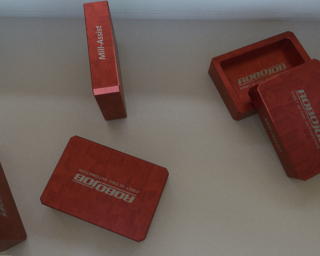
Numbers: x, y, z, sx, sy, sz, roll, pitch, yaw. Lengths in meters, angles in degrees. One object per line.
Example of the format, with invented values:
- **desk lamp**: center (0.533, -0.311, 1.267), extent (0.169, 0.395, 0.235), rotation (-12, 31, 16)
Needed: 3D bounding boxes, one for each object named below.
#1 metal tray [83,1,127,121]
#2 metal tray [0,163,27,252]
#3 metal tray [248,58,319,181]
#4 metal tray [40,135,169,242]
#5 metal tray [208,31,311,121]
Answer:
- **metal tray**: center (-0.070, -0.085, 0.405), extent (0.030, 0.090, 0.129), rotation (-9, 70, -3)
- **metal tray**: center (-0.201, 0.071, 0.346), extent (0.030, 0.090, 0.130), rotation (-26, 72, -9)
- **metal tray**: center (0.182, -0.011, 0.392), extent (0.091, 0.030, 0.129), rotation (-25, 90, -8)
- **metal tray**: center (-0.065, 0.073, 0.380), extent (0.131, 0.030, 0.090), rotation (19, 71, 6)
- **metal tray**: center (0.146, -0.075, 0.436), extent (0.131, 0.030, 0.090), rotation (-21, 72, -8)
